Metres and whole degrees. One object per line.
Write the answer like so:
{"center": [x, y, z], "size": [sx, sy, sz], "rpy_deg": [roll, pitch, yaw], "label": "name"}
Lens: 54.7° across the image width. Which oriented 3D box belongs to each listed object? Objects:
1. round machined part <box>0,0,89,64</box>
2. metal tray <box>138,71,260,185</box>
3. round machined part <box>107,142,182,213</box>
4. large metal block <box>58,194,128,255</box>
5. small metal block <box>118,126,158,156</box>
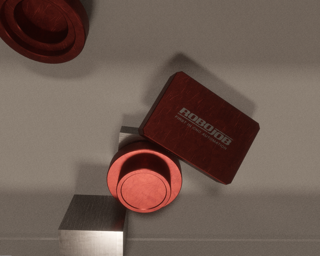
{"center": [-0.127, -0.122, 0.341], "size": [0.099, 0.042, 0.097], "rpy_deg": [2, 142, 2], "label": "round machined part"}
{"center": [0.050, 0.001, 0.390], "size": [0.130, 0.030, 0.090], "rpy_deg": [32, 80, -12], "label": "metal tray"}
{"center": [-0.020, 0.070, 0.402], "size": [0.099, 0.042, 0.097], "rpy_deg": [0, 116, 0], "label": "round machined part"}
{"center": [-0.088, 0.137, 0.431], "size": [0.081, 0.080, 0.050], "rpy_deg": [2, 110, -1], "label": "large metal block"}
{"center": [-0.030, 0.027, 0.421], "size": [0.050, 0.025, 0.050], "rpy_deg": [6, 110, -3], "label": "small metal block"}
